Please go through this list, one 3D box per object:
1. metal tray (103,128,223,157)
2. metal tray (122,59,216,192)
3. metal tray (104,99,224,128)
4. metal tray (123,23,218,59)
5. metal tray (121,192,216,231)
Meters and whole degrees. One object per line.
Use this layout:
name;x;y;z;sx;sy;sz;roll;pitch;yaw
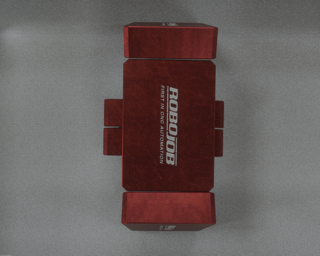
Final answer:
metal tray;0.004;0.015;0.378;0.131;0.090;0.030;1;90;0
metal tray;0.008;-0.002;0.317;0.091;0.030;0.129;1;90;-1
metal tray;0.005;-0.016;0.378;0.131;0.090;0.030;1;90;0
metal tray;0.010;-0.104;0.357;0.091;0.130;0.030;1;111;0
metal tray;0.008;0.099;0.356;0.091;0.130;0.030;0;69;-1
